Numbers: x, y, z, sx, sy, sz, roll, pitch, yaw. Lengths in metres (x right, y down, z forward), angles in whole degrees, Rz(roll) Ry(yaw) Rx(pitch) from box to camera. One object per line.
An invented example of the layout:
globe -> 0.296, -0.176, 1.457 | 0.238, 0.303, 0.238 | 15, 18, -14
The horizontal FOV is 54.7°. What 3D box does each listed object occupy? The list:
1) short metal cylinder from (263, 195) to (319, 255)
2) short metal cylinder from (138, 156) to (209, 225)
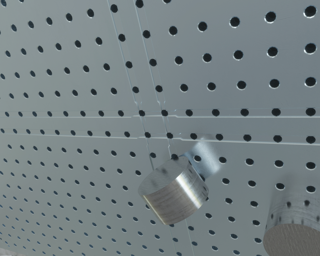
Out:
short metal cylinder -> 0.174, 0.131, 0.384 | 0.080, 0.050, 0.079 | 13, 124, 20
short metal cylinder -> 0.018, 0.082, 0.416 | 0.080, 0.080, 0.050 | -25, 105, 36
